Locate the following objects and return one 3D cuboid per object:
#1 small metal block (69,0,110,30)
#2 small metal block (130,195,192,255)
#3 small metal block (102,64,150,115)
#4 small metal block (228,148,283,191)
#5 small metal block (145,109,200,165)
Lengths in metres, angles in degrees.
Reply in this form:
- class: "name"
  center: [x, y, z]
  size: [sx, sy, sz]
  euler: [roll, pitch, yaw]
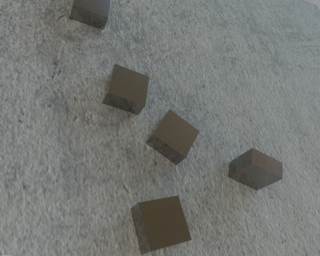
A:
- class: "small metal block"
  center: [-0.103, -0.180, 0.459]
  size: [0.050, 0.025, 0.050]
  euler: [13, 56, -21]
- class: "small metal block"
  center: [0.001, 0.106, 0.341]
  size: [0.050, 0.025, 0.050]
  euler: [-3, 63, -30]
- class: "small metal block"
  center: [-0.045, -0.051, 0.412]
  size: [0.050, 0.025, 0.050]
  euler: [18, 54, -18]
- class: "small metal block"
  center: [0.131, 0.058, 0.425]
  size: [0.050, 0.050, 0.025]
  euler: [26, 53, -13]
- class: "small metal block"
  center: [0.017, 0.012, 0.408]
  size: [0.050, 0.025, 0.050]
  euler: [36, 51, -4]
